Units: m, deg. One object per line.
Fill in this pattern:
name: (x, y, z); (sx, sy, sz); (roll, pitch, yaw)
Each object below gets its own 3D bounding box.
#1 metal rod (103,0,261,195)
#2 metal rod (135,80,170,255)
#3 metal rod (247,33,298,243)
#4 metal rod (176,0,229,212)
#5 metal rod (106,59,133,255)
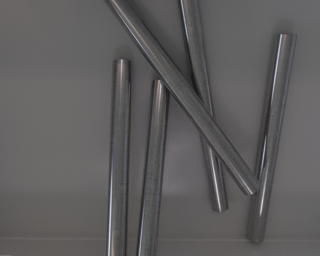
metal rod: (0.029, -0.041, 0.375); (0.025, 0.025, 0.299); (-35, 99, 12)
metal rod: (-0.011, 0.090, 0.376); (0.025, 0.025, 0.298); (5, 84, -2)
metal rod: (0.149, 0.027, 0.422); (0.025, 0.025, 0.298); (1, 110, -1)
metal rod: (0.059, -0.021, 0.403); (0.025, 0.025, 0.298); (-11, 110, 4)
metal rod: (-0.050, 0.067, 0.372); (0.025, 0.025, 0.298); (1, 86, -1)
